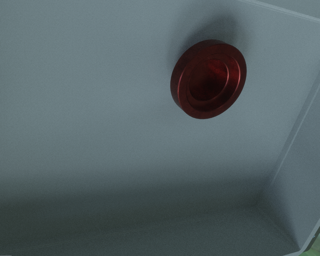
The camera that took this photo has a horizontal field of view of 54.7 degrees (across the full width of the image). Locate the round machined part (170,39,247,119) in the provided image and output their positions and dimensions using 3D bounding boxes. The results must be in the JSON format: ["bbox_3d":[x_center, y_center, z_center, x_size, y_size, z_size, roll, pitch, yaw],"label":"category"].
[{"bbox_3d":[0.057,-0.064,0.391,0.099,0.042,0.097,-14,125,-21],"label":"round machined part"}]
